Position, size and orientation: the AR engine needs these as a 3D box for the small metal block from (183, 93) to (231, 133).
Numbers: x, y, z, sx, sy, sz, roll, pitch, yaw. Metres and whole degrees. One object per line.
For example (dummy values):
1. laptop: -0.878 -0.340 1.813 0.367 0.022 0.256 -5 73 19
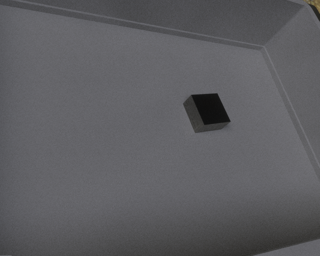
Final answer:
1. small metal block: 0.069 -0.023 0.459 0.050 0.025 0.050 -7 65 -32
